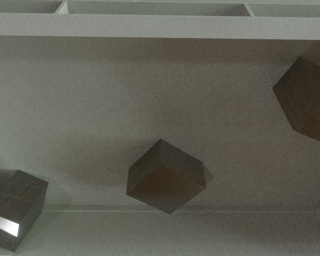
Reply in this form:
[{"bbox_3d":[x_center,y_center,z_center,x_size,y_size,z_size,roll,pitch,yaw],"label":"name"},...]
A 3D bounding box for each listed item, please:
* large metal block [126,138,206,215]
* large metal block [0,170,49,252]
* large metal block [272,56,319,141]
[{"bbox_3d":[0.008,0.073,0.455,0.080,0.050,0.080,31,124,-24],"label":"large metal block"},{"bbox_3d":[-0.219,0.125,0.471,0.050,0.080,0.079,24,127,-3],"label":"large metal block"},{"bbox_3d":[0.187,-0.027,0.351,0.080,0.080,0.050,20,127,-16],"label":"large metal block"}]
